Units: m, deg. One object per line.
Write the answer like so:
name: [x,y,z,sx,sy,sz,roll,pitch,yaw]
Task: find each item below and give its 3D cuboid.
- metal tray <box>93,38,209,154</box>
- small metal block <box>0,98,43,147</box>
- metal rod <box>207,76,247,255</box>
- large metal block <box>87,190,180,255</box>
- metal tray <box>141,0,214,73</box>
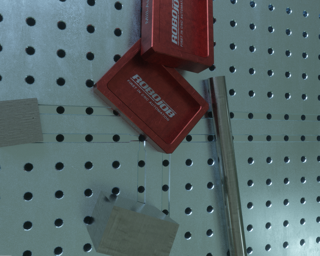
metal tray: [-0.009,-0.040,0.407,0.130,0.030,0.090,44,76,-15]
small metal block: [-0.163,-0.006,0.353,0.050,0.025,0.050,-8,93,-20]
metal rod: [0.101,0.075,0.451,0.025,0.025,0.298,-9,93,-20]
large metal block: [-0.035,0.118,0.371,0.080,0.080,0.050,22,83,-19]
metal tray: [0.024,-0.144,0.399,0.091,0.030,0.129,8,76,-28]
